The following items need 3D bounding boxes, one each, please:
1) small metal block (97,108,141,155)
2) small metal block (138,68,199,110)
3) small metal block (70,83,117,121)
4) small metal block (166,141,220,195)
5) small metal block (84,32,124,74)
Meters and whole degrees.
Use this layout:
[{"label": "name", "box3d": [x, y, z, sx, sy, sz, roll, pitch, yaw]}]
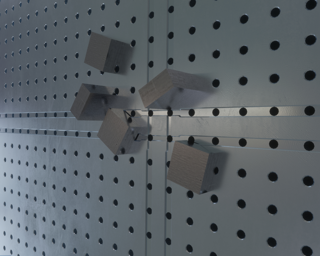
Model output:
[{"label": "small metal block", "box3d": [-0.062, 0.005, 0.462, 0.050, 0.025, 0.050, 41, 115, 32]}, {"label": "small metal block", "box3d": [0.011, -0.046, 0.385, 0.050, 0.050, 0.025, -33, 70, 35]}, {"label": "small metal block", "box3d": [-0.103, -0.039, 0.480, 0.025, 0.050, 0.050, 46, 117, 30]}, {"label": "small metal block", "box3d": [0.040, 0.046, 0.377, 0.050, 0.025, 0.050, 20, 103, 38]}, {"label": "small metal block", "box3d": [-0.088, -0.118, 0.484, 0.050, 0.025, 0.050, 29, 108, 36]}]
